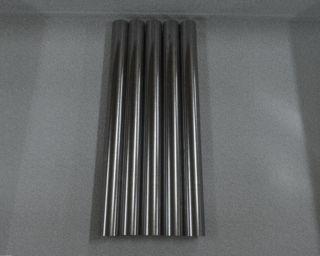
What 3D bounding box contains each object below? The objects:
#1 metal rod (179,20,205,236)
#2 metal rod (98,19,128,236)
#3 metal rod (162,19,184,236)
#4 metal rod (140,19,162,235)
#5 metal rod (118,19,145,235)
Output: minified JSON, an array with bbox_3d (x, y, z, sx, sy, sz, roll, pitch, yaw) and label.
[{"bbox_3d":[0.041,-0.014,0.413,0.025,0.025,0.299,0,70,0],"label":"metal rod"},{"bbox_3d":[-0.059,-0.014,0.413,0.025,0.025,0.299,0,70,0],"label":"metal rod"},{"bbox_3d":[0.016,-0.014,0.414,0.025,0.025,0.299,0,70,0],"label":"metal rod"},{"bbox_3d":[-0.010,-0.015,0.414,0.025,0.025,0.299,0,70,0],"label":"metal rod"},{"bbox_3d":[-0.035,-0.015,0.413,0.025,0.025,0.299,0,70,0],"label":"metal rod"}]
